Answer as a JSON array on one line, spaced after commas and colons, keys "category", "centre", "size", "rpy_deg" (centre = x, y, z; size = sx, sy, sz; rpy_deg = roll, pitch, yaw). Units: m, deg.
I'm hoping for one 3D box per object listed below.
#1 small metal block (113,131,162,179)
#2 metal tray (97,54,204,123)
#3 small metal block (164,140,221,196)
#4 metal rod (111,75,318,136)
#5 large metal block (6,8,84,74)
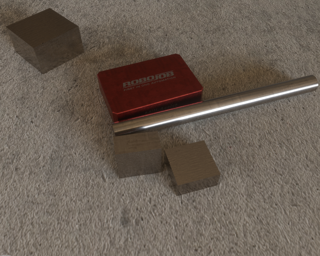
[{"category": "small metal block", "centre": [-0.025, 0.032, 0.360], "size": [0.050, 0.050, 0.025], "rpy_deg": [-7, 51, -7]}, {"category": "metal tray", "centre": [-0.015, -0.057, 0.448], "size": [0.131, 0.030, 0.090], "rpy_deg": [-17, 52, -14]}, {"category": "small metal block", "centre": [0.036, 0.046, 0.365], "size": [0.050, 0.025, 0.050], "rpy_deg": [-13, 51, -11]}, {"category": "metal rod", "centre": [0.084, -0.031, 0.430], "size": [0.302, 0.025, 0.025], "rpy_deg": [-14, 52, -12]}, {"category": "large metal block", "centre": [-0.185, -0.144, 0.505], "size": [0.080, 0.050, 0.080], "rpy_deg": [37, 59, 26]}]
